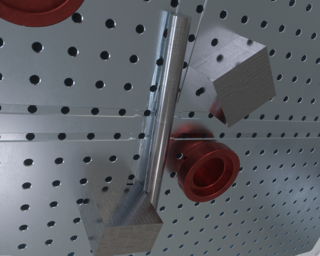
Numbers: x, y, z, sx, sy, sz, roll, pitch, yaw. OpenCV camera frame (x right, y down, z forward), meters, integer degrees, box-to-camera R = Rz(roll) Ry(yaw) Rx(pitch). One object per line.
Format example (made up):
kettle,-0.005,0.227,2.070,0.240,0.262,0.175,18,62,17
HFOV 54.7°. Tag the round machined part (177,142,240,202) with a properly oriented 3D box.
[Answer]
round machined part,0.070,0.063,0.478,0.099,0.042,0.097,-14,124,-21

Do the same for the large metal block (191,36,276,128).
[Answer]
large metal block,0.100,-0.061,0.412,0.080,0.050,0.080,-34,129,-6

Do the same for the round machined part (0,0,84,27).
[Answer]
round machined part,-0.110,-0.137,0.255,0.099,0.042,0.097,-14,124,-21

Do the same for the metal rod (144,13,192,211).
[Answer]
metal rod,0.002,0.005,0.415,0.025,0.025,0.298,-5,121,-26

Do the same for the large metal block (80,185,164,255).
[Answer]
large metal block,-0.055,0.122,0.421,0.081,0.080,0.050,7,115,-32
